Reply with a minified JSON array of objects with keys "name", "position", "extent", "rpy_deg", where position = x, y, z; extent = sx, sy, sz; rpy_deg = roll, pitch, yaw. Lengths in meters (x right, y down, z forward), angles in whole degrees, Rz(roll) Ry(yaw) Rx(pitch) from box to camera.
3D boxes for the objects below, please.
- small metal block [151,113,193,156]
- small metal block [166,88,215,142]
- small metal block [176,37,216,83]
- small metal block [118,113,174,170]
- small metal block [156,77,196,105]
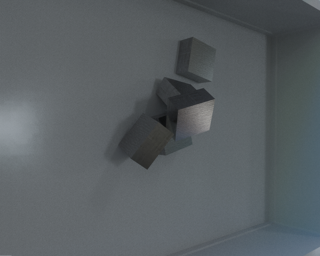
[{"name":"small metal block","position":[0.014,0.005,0.418],"extent":[0.050,0.025,0.050],"rpy_deg":[-19,102,-39]},{"name":"small metal block","position":[0.036,-0.016,0.381],"extent":[0.050,0.025,0.050],"rpy_deg":[-17,136,-21]},{"name":"small metal block","position":[0.053,-0.097,0.450],"extent":[0.050,0.025,0.050],"rpy_deg":[14,81,-39]},{"name":"small metal block","position":[-0.018,0.014,0.365],"extent":[0.025,0.050,0.050],"rpy_deg":[39,87,-27]},{"name":"small metal block","position":[0.031,-0.040,0.412],"extent":[0.050,0.050,0.025],"rpy_deg":[8,121,-40]}]
